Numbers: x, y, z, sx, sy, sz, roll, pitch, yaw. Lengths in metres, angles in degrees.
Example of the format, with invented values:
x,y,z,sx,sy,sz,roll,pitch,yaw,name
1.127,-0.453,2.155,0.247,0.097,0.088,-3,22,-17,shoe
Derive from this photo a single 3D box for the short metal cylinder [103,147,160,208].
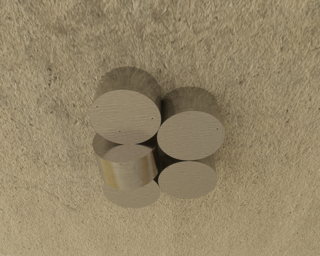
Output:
x,y,z,sx,sy,sz,roll,pitch,yaw,name
-0.039,0.073,0.454,0.080,0.050,0.079,0,131,1,short metal cylinder

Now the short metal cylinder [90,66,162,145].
x,y,z,sx,sy,sz,roll,pitch,yaw,name
-0.039,-0.026,0.369,0.080,0.050,0.079,0,131,1,short metal cylinder

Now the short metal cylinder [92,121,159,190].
x,y,z,sx,sy,sz,roll,pitch,yaw,name
-0.042,0.033,0.400,0.080,0.080,0.050,-2,130,2,short metal cylinder

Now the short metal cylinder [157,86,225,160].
x,y,z,sx,sy,sz,roll,pitch,yaw,name
0.037,-0.005,0.387,0.081,0.050,0.079,0,131,0,short metal cylinder

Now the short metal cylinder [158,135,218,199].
x,y,z,sx,sy,sz,roll,pitch,yaw,name
0.038,0.056,0.439,0.080,0.050,0.079,0,131,1,short metal cylinder
